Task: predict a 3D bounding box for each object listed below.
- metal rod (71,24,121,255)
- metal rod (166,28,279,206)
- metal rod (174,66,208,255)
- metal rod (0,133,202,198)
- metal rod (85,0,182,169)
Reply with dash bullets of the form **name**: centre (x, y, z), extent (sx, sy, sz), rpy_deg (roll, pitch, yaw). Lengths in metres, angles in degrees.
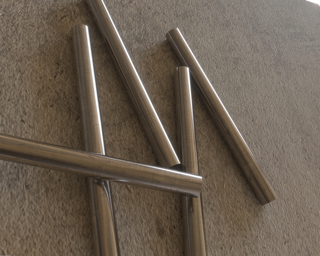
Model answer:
- **metal rod**: centre (-0.079, -0.002, 0.361), extent (0.025, 0.025, 0.299), rpy_deg (2, 61, -28)
- **metal rod**: centre (0.085, -0.027, 0.466), extent (0.025, 0.025, 0.299), rpy_deg (-15, 70, -34)
- **metal rod**: centre (0.037, 0.042, 0.397), extent (0.025, 0.025, 0.299), rpy_deg (12, 57, -22)
- **metal rod**: centre (-0.103, 0.029, 0.305), extent (0.302, 0.025, 0.025), rpy_deg (13, 56, -12)
- **metal rod**: centre (-0.046, -0.079, 0.427), extent (0.025, 0.025, 0.299), rpy_deg (-13, 68, -34)
